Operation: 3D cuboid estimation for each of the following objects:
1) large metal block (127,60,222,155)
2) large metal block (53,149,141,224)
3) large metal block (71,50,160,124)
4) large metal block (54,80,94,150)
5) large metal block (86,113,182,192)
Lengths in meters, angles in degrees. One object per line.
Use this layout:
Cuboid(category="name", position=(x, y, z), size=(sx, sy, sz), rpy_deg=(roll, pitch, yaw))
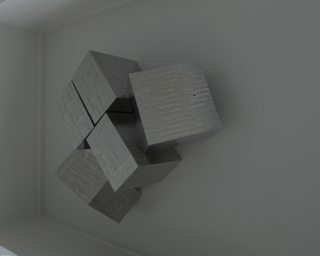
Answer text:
Cuboid(category="large metal block", position=(0.013, -0.022, 0.349), size=(0.050, 0.081, 0.080), rpy_deg=(118, 137, -72))
Cuboid(category="large metal block", position=(-0.085, 0.078, 0.428), size=(0.080, 0.080, 0.050), rpy_deg=(28, 73, 36))
Cuboid(category="large metal block", position=(-0.058, -0.051, 0.415), size=(0.050, 0.081, 0.080), rpy_deg=(-46, 63, 30))
Cuboid(category="large metal block", position=(-0.090, -0.018, 0.441), size=(0.050, 0.081, 0.080), rpy_deg=(-45, 63, 30))
Cuboid(category="large metal block", position=(-0.033, 0.028, 0.393), size=(0.050, 0.081, 0.080), rpy_deg=(-49, 61, 29))
